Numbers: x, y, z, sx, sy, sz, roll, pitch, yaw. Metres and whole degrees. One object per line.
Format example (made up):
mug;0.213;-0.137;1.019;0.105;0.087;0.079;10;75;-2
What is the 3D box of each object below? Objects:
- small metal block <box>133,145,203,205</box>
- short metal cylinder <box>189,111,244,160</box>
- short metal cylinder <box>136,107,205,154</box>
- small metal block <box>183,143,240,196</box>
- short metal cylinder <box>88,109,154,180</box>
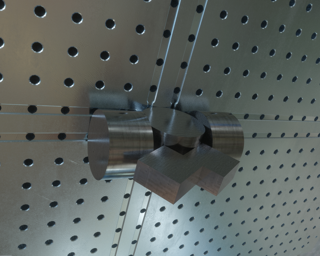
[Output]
small metal block;0.009;0.047;0.324;0.050;0.050;0.025;-25;136;-54
short metal cylinder;0.067;0.017;0.422;0.050;0.080;0.079;1;118;-28
short metal cylinder;0.011;0.013;0.389;0.081;0.080;0.050;1;118;-29
small metal block;0.056;0.045;0.354;0.050;0.050;0.025;-24;135;-54
short metal cylinder;-0.048;0.019;0.360;0.050;0.080;0.079;1;118;-29
